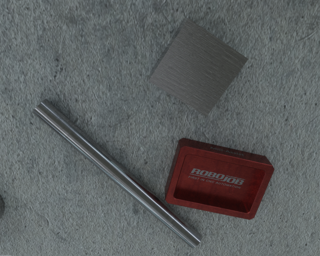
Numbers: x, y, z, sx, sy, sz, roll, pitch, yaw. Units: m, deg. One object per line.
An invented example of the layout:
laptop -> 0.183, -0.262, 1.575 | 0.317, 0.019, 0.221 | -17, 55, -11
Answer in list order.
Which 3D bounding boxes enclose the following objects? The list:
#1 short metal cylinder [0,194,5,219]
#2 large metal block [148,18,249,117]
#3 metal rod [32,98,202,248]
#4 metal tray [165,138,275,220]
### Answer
short metal cylinder -> -0.273, 0.122, 0.439 | 0.081, 0.050, 0.079 | 0, 110, 0
large metal block -> 0.042, -0.073, 0.370 | 0.080, 0.050, 0.080 | 31, 107, -11
metal rod -> -0.050, 0.072, 0.435 | 0.025, 0.025, 0.300 | -42, 105, 14
metal tray -> 0.080, 0.072, 0.434 | 0.131, 0.030, 0.089 | 13, 110, -5
